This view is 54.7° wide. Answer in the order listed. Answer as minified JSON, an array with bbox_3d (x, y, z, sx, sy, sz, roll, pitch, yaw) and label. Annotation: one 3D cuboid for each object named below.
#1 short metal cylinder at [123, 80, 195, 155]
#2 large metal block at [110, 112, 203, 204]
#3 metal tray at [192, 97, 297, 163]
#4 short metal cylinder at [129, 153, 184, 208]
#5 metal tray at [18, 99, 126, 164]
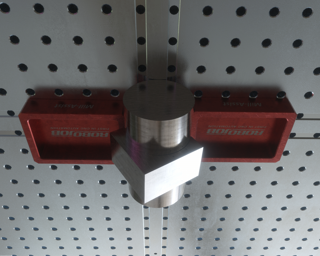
[{"bbox_3d":[-0.002,-0.014,0.363,0.081,0.080,0.050,1,130,-1],"label":"short metal cylinder"},{"bbox_3d":[-0.006,0.033,0.384,0.081,0.080,0.050,-22,136,-27],"label":"large metal block"},{"bbox_3d":[0.102,0.005,0.413,0.131,0.030,0.089,1,130,-1],"label":"metal tray"},{"bbox_3d":[-0.004,0.062,0.428,0.081,0.080,0.050,1,130,-1],"label":"short metal cylinder"},{"bbox_3d":[-0.107,0.007,0.413,0.131,0.030,0.089,1,130,-1],"label":"metal tray"}]
